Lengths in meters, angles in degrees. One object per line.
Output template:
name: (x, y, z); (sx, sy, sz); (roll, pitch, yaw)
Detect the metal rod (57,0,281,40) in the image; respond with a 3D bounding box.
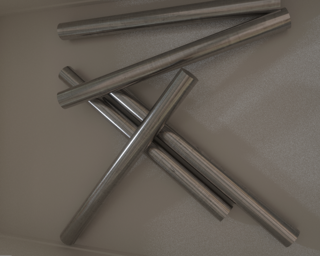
metal rod: (-0.002, -0.145, 0.410); (0.301, 0.025, 0.025); (-1, 90, 19)

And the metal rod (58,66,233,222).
metal rod: (-0.029, 0.012, 0.419); (0.300, 0.025, 0.025); (40, 103, 15)

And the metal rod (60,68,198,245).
metal rod: (-0.051, 0.050, 0.405); (0.025, 0.025, 0.299); (43, 111, 14)

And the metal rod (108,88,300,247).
metal rod: (0.042, 0.034, 0.394); (0.300, 0.025, 0.025); (40, 103, 15)

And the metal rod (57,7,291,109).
metal rod: (0.007, -0.082, 0.390); (0.301, 0.025, 0.025); (-18, 84, 12)
